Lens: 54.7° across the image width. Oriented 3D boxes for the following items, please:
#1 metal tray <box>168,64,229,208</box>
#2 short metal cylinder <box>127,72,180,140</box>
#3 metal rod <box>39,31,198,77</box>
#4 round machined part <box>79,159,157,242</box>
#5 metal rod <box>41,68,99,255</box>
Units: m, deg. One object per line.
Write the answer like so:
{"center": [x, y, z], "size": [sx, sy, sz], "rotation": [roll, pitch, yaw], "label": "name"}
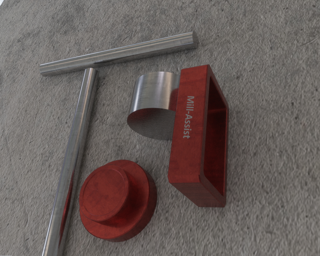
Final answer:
{"center": [0.047, 0.010, 0.331], "size": [0.030, 0.090, 0.130], "rotation": [-6, 59, 25], "label": "metal tray"}
{"center": [0.004, -0.025, 0.382], "size": [0.080, 0.080, 0.050], "rotation": [-6, 59, 25], "label": "short metal cylinder"}
{"center": [-0.083, -0.120, 0.520], "size": [0.300, 0.025, 0.025], "rotation": [-5, 60, 25], "label": "metal rod"}
{"center": [-0.057, 0.082, 0.372], "size": [0.098, 0.042, 0.098], "rotation": [-13, 56, 21], "label": "round machined part"}
{"center": [-0.123, 0.037, 0.445], "size": [0.025, 0.025, 0.299], "rotation": [-10, 57, 23], "label": "metal rod"}
